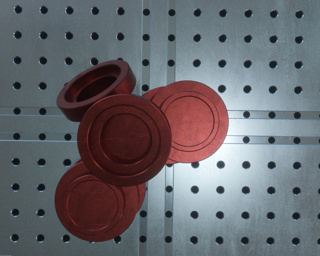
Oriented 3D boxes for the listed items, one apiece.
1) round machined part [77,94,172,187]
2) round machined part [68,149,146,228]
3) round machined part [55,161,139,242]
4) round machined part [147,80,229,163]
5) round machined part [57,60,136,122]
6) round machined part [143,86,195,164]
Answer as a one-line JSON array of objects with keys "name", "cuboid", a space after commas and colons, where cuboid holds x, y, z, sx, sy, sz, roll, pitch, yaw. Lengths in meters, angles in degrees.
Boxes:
[{"name": "round machined part", "cuboid": [-0.036, 0.011, 0.341, 0.098, 0.042, 0.097, 0, 98, 3]}, {"name": "round machined part", "cuboid": [-0.067, 0.075, 0.384, 0.099, 0.042, 0.097, 0, 90, 0]}, {"name": "round machined part", "cuboid": [-0.074, 0.085, 0.362, 0.099, 0.042, 0.097, 0, 90, 0]}, {"name": "round machined part", "cuboid": [0.032, -0.007, 0.362, 0.099, 0.042, 0.097, 0, 89, 0]}, {"name": "round machined part", "cuboid": [-0.074, -0.040, 0.385, 0.098, 0.098, 0.042, -27, 125, 0]}, {"name": "round machined part", "cuboid": [0.010, -0.003, 0.384, 0.099, 0.042, 0.097, 0, 90, 0]}]
